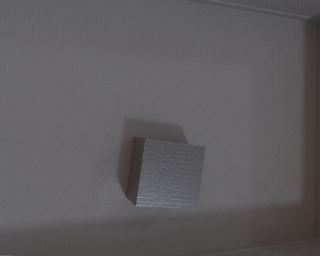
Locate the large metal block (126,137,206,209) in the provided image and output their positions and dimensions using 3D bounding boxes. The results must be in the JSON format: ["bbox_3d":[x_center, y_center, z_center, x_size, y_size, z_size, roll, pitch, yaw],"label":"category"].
[{"bbox_3d":[0.006,0.057,0.399,0.081,0.050,0.080,9,87,-20],"label":"large metal block"}]
